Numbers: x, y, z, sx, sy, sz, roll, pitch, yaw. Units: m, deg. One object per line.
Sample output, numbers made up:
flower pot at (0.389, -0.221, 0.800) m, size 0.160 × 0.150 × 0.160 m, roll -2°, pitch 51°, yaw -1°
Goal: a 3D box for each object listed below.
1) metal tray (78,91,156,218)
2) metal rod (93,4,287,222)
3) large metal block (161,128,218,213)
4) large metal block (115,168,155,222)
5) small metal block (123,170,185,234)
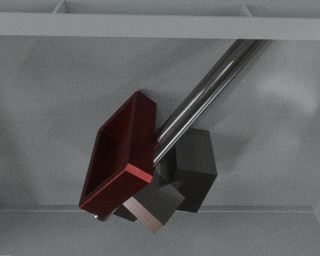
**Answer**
metal tray at (-0.046, 0.026, 0.360) m, size 0.030 × 0.130 × 0.090 m, roll 34°, pitch 123°, yaw -24°
metal rod at (0.022, -0.006, 0.344) m, size 0.025 × 0.025 × 0.299 m, roll 34°, pitch 105°, yaw -26°
large metal block at (0.035, 0.055, 0.420) m, size 0.050 × 0.080 × 0.079 m, roll 10°, pitch 129°, yaw -9°
large metal block at (-0.054, 0.073, 0.434) m, size 0.080 × 0.080 × 0.050 m, roll 29°, pitch 124°, yaw -23°
small metal block at (-0.006, 0.087, 0.367) m, size 0.050 × 0.050 × 0.025 m, roll 42°, pitch 133°, yaw 6°
